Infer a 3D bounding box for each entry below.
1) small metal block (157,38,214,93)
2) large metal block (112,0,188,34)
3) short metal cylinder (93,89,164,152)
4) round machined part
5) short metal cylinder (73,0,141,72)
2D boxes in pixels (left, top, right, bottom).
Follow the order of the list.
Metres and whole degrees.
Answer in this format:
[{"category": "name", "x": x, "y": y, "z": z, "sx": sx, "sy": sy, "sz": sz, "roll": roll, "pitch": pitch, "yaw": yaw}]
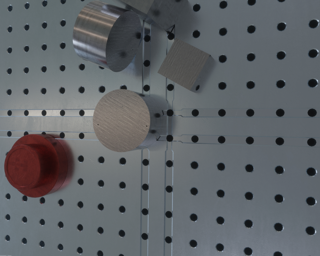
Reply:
[{"category": "small metal block", "x": 0.033, "y": -0.081, "z": 0.401, "sx": 0.050, "sy": 0.025, "sz": 0.050, "roll": 32, "pitch": 100, "yaw": 17}, {"category": "large metal block", "x": -0.021, "y": -0.169, "z": 0.391, "sx": 0.080, "sy": 0.080, "sz": 0.050, "roll": 33, "pitch": 101, "yaw": 17}, {"category": "short metal cylinder", "x": -0.041, "y": -0.009, "z": 0.414, "sx": 0.080, "sy": 0.050, "sz": 0.079, "roll": 0, "pitch": 90, "yaw": 20}, {"category": "round machined part", "x": -0.195, "y": 0.058, "z": 0.472, "sx": 0.098, "sy": 0.042, "sz": 0.097, "roll": 0, "pitch": 90, "yaw": 20}, {"category": "short metal cylinder", "x": -0.067, "y": -0.120, "z": 0.407, "sx": 0.050, "sy": 0.080, "sz": 0.080, "roll": 24, "pitch": 98, "yaw": 18}]
